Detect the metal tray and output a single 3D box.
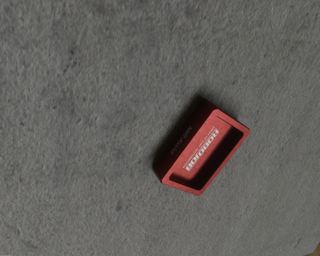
[{"bbox_3d":[0.062,0.033,0.456,0.090,0.030,0.130,27,104,-37],"label":"metal tray"}]
